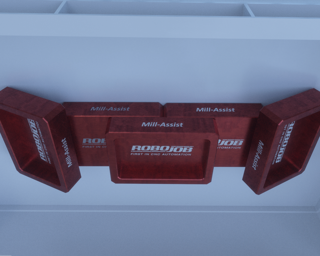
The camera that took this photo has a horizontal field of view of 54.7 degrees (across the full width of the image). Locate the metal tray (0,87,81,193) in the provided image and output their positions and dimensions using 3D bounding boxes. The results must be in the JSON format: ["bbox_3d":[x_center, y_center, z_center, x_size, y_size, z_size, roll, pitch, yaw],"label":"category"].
[{"bbox_3d":[-0.155,0.018,0.394,0.090,0.030,0.129,17,133,19],"label":"metal tray"}]

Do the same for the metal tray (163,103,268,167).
[{"bbox_3d":[0.069,0.011,0.415,0.131,0.030,0.089,0,130,0],"label":"metal tray"}]

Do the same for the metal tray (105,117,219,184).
[{"bbox_3d":[0.002,0.030,0.390,0.131,0.030,0.089,1,130,-1],"label":"metal tray"}]

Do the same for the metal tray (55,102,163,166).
[{"bbox_3d":[-0.062,0.010,0.413,0.131,0.030,0.089,0,130,0],"label":"metal tray"}]

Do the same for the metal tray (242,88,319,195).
[{"bbox_3d":[0.160,0.020,0.397,0.091,0.030,0.129,-19,134,-21],"label":"metal tray"}]
